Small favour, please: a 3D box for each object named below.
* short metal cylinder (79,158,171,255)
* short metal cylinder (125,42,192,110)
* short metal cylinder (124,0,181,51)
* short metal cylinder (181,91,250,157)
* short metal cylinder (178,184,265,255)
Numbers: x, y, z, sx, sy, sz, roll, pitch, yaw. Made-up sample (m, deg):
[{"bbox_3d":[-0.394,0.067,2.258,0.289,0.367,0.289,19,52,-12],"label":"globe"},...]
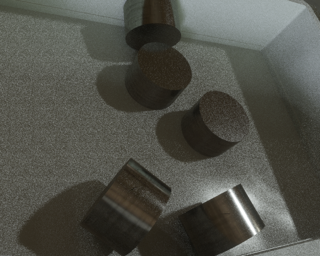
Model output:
[{"bbox_3d":[-0.033,0.076,0.307,0.050,0.080,0.080,38,51,-3],"label":"short metal cylinder"},{"bbox_3d":[-0.003,-0.072,0.434,0.081,0.050,0.080,14,56,-21],"label":"short metal cylinder"},{"bbox_3d":[-0.012,-0.153,0.453,0.081,0.080,0.050,2,75,-28],"label":"short metal cylinder"},{"bbox_3d":[0.077,-0.005,0.437,0.081,0.050,0.080,14,56,-21],"label":"short metal cylinder"},{"bbox_3d":[0.067,0.103,0.345,0.081,0.080,0.050,-17,71,-35],"label":"short metal cylinder"}]
